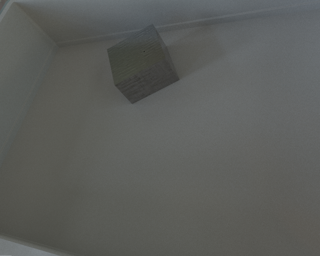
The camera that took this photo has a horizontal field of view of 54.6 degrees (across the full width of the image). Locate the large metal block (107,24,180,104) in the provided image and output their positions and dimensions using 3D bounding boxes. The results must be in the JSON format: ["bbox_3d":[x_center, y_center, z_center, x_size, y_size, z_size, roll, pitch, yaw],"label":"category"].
[{"bbox_3d":[-0.026,-0.095,0.463,0.080,0.050,0.080,-26,53,12],"label":"large metal block"}]
